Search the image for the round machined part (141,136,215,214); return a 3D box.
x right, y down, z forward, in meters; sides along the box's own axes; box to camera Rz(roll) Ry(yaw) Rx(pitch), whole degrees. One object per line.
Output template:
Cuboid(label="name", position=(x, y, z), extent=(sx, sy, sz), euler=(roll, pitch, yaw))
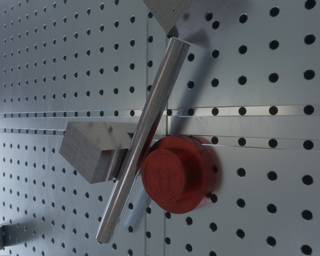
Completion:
Cuboid(label="round machined part", position=(0.016, 0.058, 0.386), extent=(0.098, 0.042, 0.097), euler=(0, 91, 39))

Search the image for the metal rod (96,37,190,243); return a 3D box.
Cuboid(label="metal rod", position=(-0.029, 0.030, 0.408), extent=(0.025, 0.025, 0.298), euler=(35, 113, 34))

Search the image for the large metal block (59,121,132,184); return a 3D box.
Cuboid(label="large metal block", position=(-0.082, 0.031, 0.441), extent=(0.080, 0.081, 0.050), euler=(34, 111, 35))

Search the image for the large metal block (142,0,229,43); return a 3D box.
Cuboid(label="large metal block", position=(0.029, -0.163, 0.369), extent=(0.080, 0.050, 0.080), euler=(-45, 63, 30))

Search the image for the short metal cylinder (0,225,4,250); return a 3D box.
Cuboid(label="short metal cylinder", position=(-0.403, 0.257, 0.707), extent=(0.080, 0.081, 0.050), euler=(-12, 82, 39))
